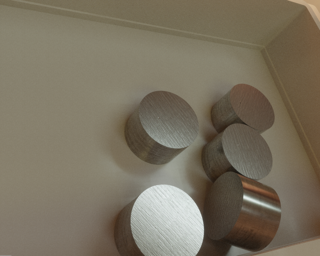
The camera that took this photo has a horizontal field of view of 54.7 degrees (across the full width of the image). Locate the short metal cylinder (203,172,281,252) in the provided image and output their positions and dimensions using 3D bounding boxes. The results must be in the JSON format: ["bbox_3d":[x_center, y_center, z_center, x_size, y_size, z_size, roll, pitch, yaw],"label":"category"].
[{"bbox_3d":[0.093,0.097,0.363,0.050,0.080,0.080,23,53,-15],"label":"short metal cylinder"}]

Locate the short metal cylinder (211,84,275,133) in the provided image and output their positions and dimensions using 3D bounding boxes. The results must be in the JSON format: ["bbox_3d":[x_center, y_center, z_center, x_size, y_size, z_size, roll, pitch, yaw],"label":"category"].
[{"bbox_3d":[0.125,-0.020,0.472,0.081,0.050,0.080,14,56,-21],"label":"short metal cylinder"}]

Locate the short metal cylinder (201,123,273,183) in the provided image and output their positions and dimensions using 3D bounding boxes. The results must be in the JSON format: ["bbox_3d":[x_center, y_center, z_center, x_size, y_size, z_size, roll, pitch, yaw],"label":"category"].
[{"bbox_3d":[0.104,0.040,0.423,0.081,0.050,0.080,14,56,-21],"label":"short metal cylinder"}]

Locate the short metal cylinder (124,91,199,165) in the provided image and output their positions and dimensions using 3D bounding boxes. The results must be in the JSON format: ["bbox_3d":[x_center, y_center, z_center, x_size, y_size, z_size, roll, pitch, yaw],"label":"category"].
[{"bbox_3d":[0.002,0.000,0.392,0.081,0.050,0.080,14,56,-21],"label":"short metal cylinder"}]

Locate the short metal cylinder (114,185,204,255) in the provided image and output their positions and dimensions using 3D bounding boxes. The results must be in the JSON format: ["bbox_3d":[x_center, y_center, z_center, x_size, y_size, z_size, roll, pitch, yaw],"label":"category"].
[{"bbox_3d":[-0.002,0.106,0.325,0.081,0.050,0.080,14,56,-21],"label":"short metal cylinder"}]
